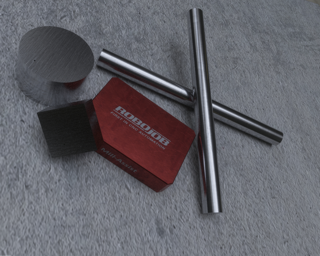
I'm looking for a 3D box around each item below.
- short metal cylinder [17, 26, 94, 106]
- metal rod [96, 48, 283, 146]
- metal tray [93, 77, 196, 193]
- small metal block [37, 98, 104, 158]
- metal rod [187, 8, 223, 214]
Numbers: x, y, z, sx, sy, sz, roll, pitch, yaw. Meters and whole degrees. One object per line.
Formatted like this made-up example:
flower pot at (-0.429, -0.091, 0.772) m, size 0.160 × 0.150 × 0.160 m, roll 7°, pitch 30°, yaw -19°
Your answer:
short metal cylinder at (-0.124, -0.072, 0.365) m, size 0.081 × 0.050 × 0.080 m, roll 14°, pitch 56°, yaw -21°
metal rod at (0.053, -0.040, 0.456) m, size 0.302 × 0.025 × 0.025 m, roll 23°, pitch 53°, yaw -15°
metal tray at (-0.029, 0.006, 0.381) m, size 0.130 × 0.030 × 0.090 m, roll 35°, pitch 51°, yaw -5°
small metal block at (-0.092, 0.000, 0.324) m, size 0.025 × 0.050 × 0.050 m, roll -73°, pitch 152°, yaw -73°
metal rod at (0.059, -0.037, 0.427) m, size 0.025 × 0.025 × 0.299 m, roll 8°, pitch 68°, yaw -25°
